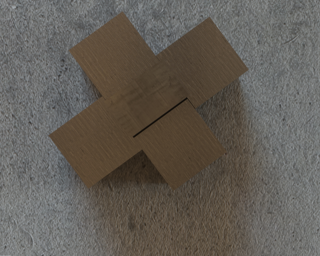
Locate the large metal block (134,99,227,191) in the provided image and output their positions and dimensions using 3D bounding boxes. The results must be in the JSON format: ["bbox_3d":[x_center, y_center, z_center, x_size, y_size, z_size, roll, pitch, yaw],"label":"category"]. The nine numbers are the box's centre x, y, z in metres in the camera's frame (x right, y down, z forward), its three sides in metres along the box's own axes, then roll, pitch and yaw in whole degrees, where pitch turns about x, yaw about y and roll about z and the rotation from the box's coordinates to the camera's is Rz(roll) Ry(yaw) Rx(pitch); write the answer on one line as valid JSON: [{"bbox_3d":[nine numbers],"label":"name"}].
[{"bbox_3d":[0.025,0.020,0.398,0.080,0.050,0.080,-36,90,0],"label":"large metal block"}]

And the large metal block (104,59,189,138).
[{"bbox_3d":[-0.015,-0.033,0.383,0.080,0.080,0.050,-36,90,0],"label":"large metal block"}]

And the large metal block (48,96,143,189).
[{"bbox_3d":[-0.078,0.017,0.397,0.080,0.050,0.080,-36,90,0],"label":"large metal block"}]

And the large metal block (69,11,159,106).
[{"bbox_3d":[-0.054,-0.085,0.397,0.080,0.050,0.080,-36,90,0],"label":"large metal block"}]

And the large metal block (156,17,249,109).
[{"bbox_3d":[0.051,-0.079,0.398,0.080,0.050,0.080,-36,90,0],"label":"large metal block"}]
